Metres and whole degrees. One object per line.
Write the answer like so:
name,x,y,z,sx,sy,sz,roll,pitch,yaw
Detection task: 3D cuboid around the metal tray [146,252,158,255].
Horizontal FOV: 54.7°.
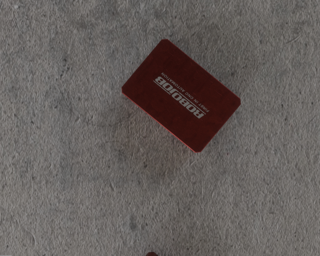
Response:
metal tray,-0.019,0.244,0.407,0.090,0.030,0.130,40,90,0

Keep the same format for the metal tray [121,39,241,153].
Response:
metal tray,0.027,-0.041,0.408,0.130,0.030,0.090,39,90,0
